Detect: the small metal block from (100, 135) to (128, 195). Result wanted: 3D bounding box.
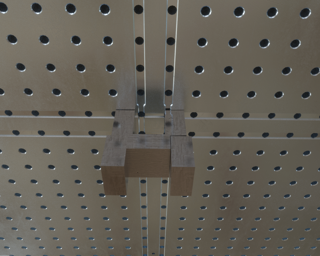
[{"bbox_3d":[-0.051,0.044,0.365,0.025,0.050,0.050,1,130,-1],"label":"small metal block"}]

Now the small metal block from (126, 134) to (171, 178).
[{"bbox_3d":[-0.014,0.034,0.376,0.050,0.025,0.050,0,130,-1],"label":"small metal block"}]

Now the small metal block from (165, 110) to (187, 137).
[{"bbox_3d":[0.019,0.012,0.405,0.025,0.050,0.050,-1,130,0],"label":"small metal block"}]

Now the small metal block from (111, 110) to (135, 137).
[{"bbox_3d":[-0.046,0.012,0.403,0.025,0.050,0.050,0,130,-1],"label":"small metal block"}]

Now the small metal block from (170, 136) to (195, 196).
[{"bbox_3d":[0.025,0.045,0.366,0.025,0.050,0.050,1,130,-1],"label":"small metal block"}]
